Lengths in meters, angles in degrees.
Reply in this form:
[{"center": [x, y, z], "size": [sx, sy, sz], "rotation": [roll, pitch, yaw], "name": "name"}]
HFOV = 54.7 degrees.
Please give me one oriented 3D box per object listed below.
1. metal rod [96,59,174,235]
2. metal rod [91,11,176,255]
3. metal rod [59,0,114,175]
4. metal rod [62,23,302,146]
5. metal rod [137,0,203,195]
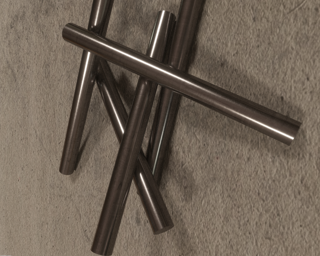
[{"center": [-0.052, -0.004, 0.421], "size": [0.025, 0.025, 0.299], "rotation": [-44, 57, 31], "name": "metal rod"}, {"center": [-0.029, -0.001, 0.376], "size": [0.025, 0.025, 0.299], "rotation": [8, 79, 39], "name": "metal rod"}, {"center": [-0.116, -0.048, 0.463], "size": [0.025, 0.025, 0.298], "rotation": [41, 125, 32], "name": "metal rod"}, {"center": [0.006, -0.059, 0.351], "size": [0.300, 0.025, 0.025], "rotation": [28, 108, 21], "name": "metal rod"}, {"center": [0.015, -0.053, 0.391], "size": [0.025, 0.025, 0.298], "rotation": [22, 103, 37], "name": "metal rod"}]
